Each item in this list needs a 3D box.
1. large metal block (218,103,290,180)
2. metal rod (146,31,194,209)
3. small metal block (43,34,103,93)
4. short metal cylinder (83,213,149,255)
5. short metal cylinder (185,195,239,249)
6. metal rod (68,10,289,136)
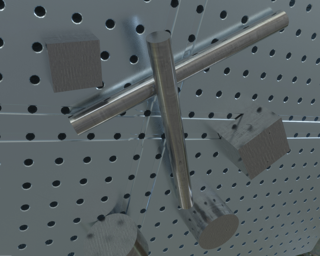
[{"bbox_3d":[0.150,0.022,0.490,0.080,0.050,0.080,-36,129,-4],"label":"large metal block"},{"bbox_3d":[0.021,0.016,0.410,0.025,0.025,0.298,-25,134,-13],"label":"metal rod"},{"bbox_3d":[-0.089,-0.068,0.321,0.050,0.025,0.050,-12,124,-22],"label":"small metal block"},{"bbox_3d":[-0.062,0.172,0.448,0.080,0.080,0.050,-29,128,-10],"label":"short metal cylinder"},{"bbox_3d":[0.091,0.166,0.547,0.081,0.050,0.079,-14,124,-21],"label":"short metal cylinder"},{"bbox_3d":[0.031,-0.073,0.382,0.302,0.025,0.025,-29,128,-10],"label":"metal rod"}]
